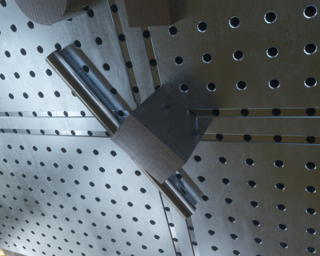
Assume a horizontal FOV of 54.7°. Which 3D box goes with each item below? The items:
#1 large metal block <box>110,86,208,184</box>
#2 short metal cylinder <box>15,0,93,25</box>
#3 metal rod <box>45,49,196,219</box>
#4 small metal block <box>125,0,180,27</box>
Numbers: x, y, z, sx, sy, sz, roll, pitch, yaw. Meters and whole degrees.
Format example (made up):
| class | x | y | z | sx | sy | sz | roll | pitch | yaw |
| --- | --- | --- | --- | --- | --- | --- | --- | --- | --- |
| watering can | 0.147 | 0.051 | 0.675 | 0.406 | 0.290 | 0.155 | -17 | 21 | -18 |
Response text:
| class | x | y | z | sx | sy | sz | roll | pitch | yaw |
| --- | --- | --- | --- | --- | --- | --- | --- | --- | --- |
| large metal block | 0.001 | 0.006 | 0.378 | 0.080 | 0.080 | 0.050 | 42 | 129 | -1 |
| short metal cylinder | -0.124 | -0.165 | 0.357 | 0.080 | 0.050 | 0.079 | 13 | 124 | 20 |
| metal rod | -0.051 | 0.014 | 0.444 | 0.025 | 0.025 | 0.300 | -34 | 100 | 38 |
| small metal block | -0.010 | -0.137 | 0.331 | 0.050 | 0.025 | 0.050 | 6 | 121 | 25 |
